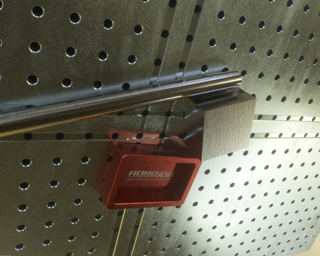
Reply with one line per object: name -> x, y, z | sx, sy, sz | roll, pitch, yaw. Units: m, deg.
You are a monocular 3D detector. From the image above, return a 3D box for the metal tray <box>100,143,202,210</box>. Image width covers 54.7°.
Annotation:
metal tray -> -0.011, 0.071, 0.447 | 0.131, 0.030, 0.089 | 6, 115, -32

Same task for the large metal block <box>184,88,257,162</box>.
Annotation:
large metal block -> 0.082, -0.008, 0.437 | 0.081, 0.050, 0.079 | -15, 125, -21

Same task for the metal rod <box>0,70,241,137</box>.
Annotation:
metal rod -> -0.032, -0.035, 0.373 | 0.302, 0.025, 0.025 | -14, 124, -21
